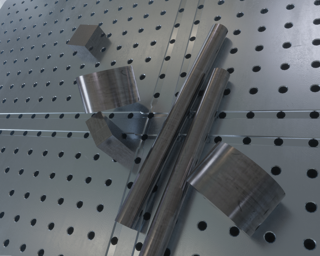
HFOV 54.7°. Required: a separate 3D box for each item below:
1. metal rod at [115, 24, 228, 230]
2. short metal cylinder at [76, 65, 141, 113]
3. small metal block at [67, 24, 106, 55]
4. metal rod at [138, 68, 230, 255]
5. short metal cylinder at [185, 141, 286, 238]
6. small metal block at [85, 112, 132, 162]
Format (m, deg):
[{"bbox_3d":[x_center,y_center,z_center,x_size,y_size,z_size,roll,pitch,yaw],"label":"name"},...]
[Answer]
[{"bbox_3d":[0.023,-0.015,0.405,0.025,0.025,0.300,15,69,34],"label":"metal rod"},{"bbox_3d":[-0.072,-0.055,0.436,0.080,0.080,0.050,-8,101,24],"label":"short metal cylinder"},{"bbox_3d":[-0.139,-0.167,0.584,0.050,0.025,0.050,15,69,34],"label":"small metal block"},{"bbox_3d":[0.025,0.058,0.359,0.025,0.025,0.300,10,67,32],"label":"metal rod"},{"bbox_3d":[0.071,0.058,0.300,0.050,0.080,0.080,-48,51,-5],"label":"short metal cylinder"},{"bbox_3d":[-0.070,0.012,0.422,0.025,0.050,0.050,-37,51,4],"label":"small metal block"}]
